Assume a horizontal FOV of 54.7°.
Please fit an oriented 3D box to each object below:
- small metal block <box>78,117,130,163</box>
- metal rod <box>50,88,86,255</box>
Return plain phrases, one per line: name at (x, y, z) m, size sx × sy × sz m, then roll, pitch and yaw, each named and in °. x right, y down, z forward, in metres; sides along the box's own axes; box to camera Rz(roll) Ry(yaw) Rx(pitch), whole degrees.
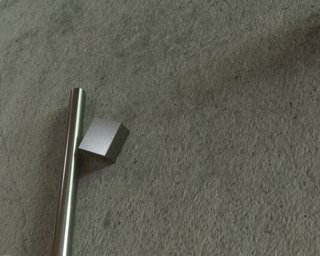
small metal block at (-0.078, 0.016, 0.433) m, size 0.050 × 0.025 × 0.050 m, roll 12°, pitch 68°, yaw 32°
metal rod at (-0.125, 0.068, 0.425) m, size 0.025 × 0.025 × 0.299 m, roll -17°, pitch 55°, yaw 18°
